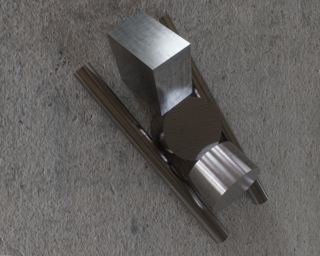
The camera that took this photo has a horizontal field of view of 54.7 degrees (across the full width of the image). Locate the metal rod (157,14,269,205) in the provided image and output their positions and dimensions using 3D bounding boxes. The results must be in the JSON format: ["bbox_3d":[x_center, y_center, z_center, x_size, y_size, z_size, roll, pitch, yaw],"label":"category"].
[{"bbox_3d":[0.076,-0.018,0.438,0.025,0.025,0.299,-34,101,-17],"label":"metal rod"}]

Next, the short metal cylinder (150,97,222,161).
[{"bbox_3d":[0.033,0.001,0.409,0.081,0.050,0.080,0,90,-20],"label":"short metal cylinder"}]

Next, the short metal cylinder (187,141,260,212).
[{"bbox_3d":[0.083,0.064,0.405,0.080,0.080,0.050,-33,59,-17],"label":"short metal cylinder"}]

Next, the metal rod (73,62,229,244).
[{"bbox_3d":[-0.004,0.042,0.408,0.025,0.025,0.300,-43,104,-15],"label":"metal rod"}]

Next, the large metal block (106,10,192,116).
[{"bbox_3d":[-0.009,-0.074,0.361,0.050,0.080,0.080,-38,61,-16],"label":"large metal block"}]
